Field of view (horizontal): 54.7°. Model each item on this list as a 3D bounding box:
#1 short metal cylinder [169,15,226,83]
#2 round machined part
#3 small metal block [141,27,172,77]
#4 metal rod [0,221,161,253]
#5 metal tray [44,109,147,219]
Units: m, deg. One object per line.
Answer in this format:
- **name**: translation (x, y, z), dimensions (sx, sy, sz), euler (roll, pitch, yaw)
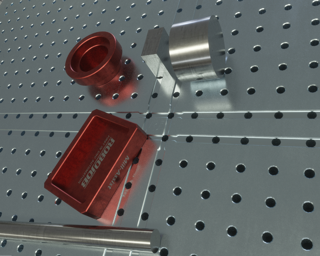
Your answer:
- **short metal cylinder**: translation (0.051, -0.102, 0.408), dimensions (0.050, 0.080, 0.080), euler (-4, 60, 26)
- **round machined part**: translation (-0.105, -0.110, 0.518), dimensions (0.098, 0.042, 0.098), euler (-13, 56, 20)
- **small metal block**: translation (0.000, -0.111, 0.459), dimensions (0.025, 0.050, 0.050), euler (-2, 61, 27)
- **metal rod**: translation (-0.141, 0.135, 0.397), dimensions (0.301, 0.025, 0.025), euler (-5, 59, 25)
- **metal tray**: translation (-0.087, 0.044, 0.421), dimensions (0.090, 0.030, 0.130), euler (20, 72, 35)
